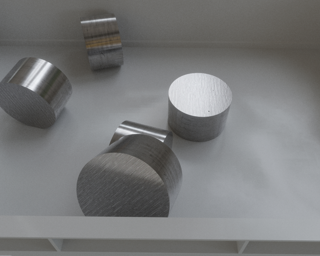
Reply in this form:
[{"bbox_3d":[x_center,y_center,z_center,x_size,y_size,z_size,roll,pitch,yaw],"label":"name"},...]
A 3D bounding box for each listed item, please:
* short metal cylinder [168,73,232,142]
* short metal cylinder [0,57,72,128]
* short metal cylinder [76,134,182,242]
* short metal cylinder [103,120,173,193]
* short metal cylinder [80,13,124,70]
[{"bbox_3d":[0.051,-0.028,0.413,0.080,0.050,0.080,0,50,0],"label":"short metal cylinder"},{"bbox_3d":[-0.164,-0.045,0.406,0.080,0.080,0.050,11,51,9],"label":"short metal cylinder"},{"bbox_3d":[-0.025,0.051,0.273,0.080,0.079,0.050,14,19,11],"label":"short metal cylinder"},{"bbox_3d":[-0.022,0.036,0.339,0.050,0.080,0.080,14,52,12],"label":"short metal cylinder"},{"bbox_3d":[-0.090,-0.133,0.481,0.050,0.080,0.080,-12,51,-10],"label":"short metal cylinder"}]
